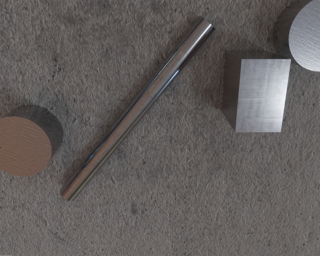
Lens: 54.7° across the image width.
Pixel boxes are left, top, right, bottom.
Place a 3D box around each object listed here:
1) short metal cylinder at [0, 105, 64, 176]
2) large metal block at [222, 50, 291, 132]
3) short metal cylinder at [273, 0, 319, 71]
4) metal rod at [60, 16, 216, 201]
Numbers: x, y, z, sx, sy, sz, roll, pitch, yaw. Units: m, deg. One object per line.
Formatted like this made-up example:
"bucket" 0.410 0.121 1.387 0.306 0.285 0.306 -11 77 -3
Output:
"short metal cylinder" -0.172 0.015 0.400 0.081 0.050 0.079 0 110 -1
"large metal block" 0.108 -0.046 0.365 0.050 0.080 0.079 0 110 0
"short metal cylinder" 0.180 -0.110 0.359 0.081 0.050 0.079 0 110 -1
"metal rod" -0.038 -0.015 0.403 0.025 0.025 0.299 37 106 -13
